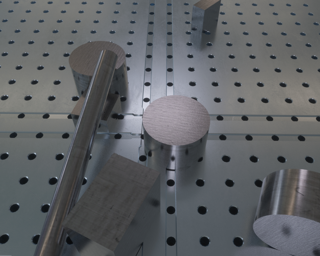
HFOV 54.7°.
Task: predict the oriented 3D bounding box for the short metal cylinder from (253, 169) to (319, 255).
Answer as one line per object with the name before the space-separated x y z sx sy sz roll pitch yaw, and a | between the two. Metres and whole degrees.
short metal cylinder | 0.137 0.084 0.302 0.080 0.080 0.050 17 52 14

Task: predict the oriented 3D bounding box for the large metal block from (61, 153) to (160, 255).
large metal block | -0.040 0.085 0.300 0.050 0.080 0.080 21 53 17

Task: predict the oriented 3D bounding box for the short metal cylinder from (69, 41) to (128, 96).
short metal cylinder | -0.090 -0.085 0.462 0.081 0.050 0.080 0 50 0

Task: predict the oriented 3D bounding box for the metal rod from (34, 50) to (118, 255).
metal rod | -0.091 0.032 0.345 0.025 0.025 0.300 7 61 5

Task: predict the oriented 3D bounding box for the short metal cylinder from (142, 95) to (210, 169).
short metal cylinder | 0.019 0.005 0.387 0.080 0.050 0.080 0 50 0

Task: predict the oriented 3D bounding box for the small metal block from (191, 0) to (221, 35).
small metal block | 0.083 -0.206 0.565 0.025 0.050 0.050 34 58 25

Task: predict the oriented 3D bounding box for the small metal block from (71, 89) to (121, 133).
small metal block | -0.087 -0.025 0.428 0.050 0.025 0.050 11 51 9
